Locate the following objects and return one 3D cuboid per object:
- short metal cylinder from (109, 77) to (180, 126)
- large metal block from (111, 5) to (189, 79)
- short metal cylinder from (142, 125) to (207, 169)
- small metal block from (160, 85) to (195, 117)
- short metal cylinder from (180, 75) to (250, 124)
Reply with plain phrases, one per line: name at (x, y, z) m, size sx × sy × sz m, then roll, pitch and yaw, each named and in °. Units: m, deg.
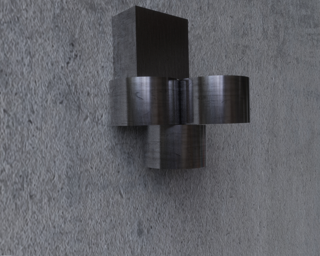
short metal cylinder at (-0.017, -0.029, 0.356) m, size 0.081 × 0.080 × 0.050 m, roll -3°, pitch 92°, yaw -40°
large metal block at (-0.011, -0.095, 0.381) m, size 0.081 × 0.050 × 0.079 m, roll -2°, pitch 92°, yaw -40°
short metal cylinder at (0.018, 0.021, 0.386) m, size 0.081 × 0.080 × 0.050 m, roll -1°, pitch 91°, yaw -40°
small metal block at (0.022, -0.030, 0.411) m, size 0.025 × 0.050 × 0.050 m, roll 1°, pitch 89°, yaw -40°
short metal cylinder at (0.062, -0.030, 0.358) m, size 0.081 × 0.080 × 0.050 m, roll -3°, pitch 92°, yaw -40°
